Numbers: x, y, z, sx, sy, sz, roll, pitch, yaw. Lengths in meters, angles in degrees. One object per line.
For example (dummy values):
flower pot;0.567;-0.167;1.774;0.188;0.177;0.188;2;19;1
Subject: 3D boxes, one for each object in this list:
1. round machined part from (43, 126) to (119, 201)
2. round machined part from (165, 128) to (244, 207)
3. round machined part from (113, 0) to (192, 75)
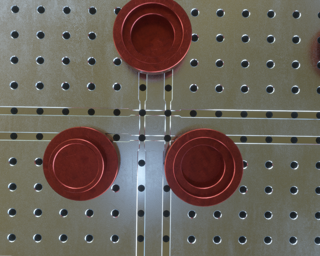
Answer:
round machined part;-0.104;0.047;0.404;0.099;0.042;0.097;0;90;-1
round machined part;0.055;0.049;0.406;0.099;0.042;0.097;0;90;-1
round machined part;-0.009;-0.118;0.405;0.099;0.042;0.097;0;90;-1
